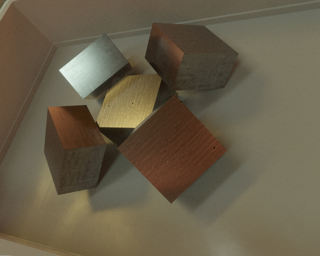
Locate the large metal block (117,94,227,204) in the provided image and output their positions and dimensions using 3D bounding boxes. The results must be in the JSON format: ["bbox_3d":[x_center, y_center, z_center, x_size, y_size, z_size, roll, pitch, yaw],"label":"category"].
[{"bbox_3d":[0.011,0.021,0.341,0.080,0.050,0.080,-43,96,-3],"label":"large metal block"}]

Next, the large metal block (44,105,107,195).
[{"bbox_3d":[-0.114,0.027,0.405,0.080,0.050,0.079,55,138,39],"label":"large metal block"}]

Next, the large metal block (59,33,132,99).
[{"bbox_3d":[-0.090,-0.087,0.459,0.080,0.080,0.050,-39,94,2],"label":"large metal block"}]

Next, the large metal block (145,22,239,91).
[{"bbox_3d":[0.038,-0.093,0.398,0.081,0.050,0.080,-7,43,-29],"label":"large metal block"}]

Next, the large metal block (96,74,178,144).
[{"bbox_3d":[-0.030,-0.024,0.417,0.080,0.050,0.080,1,62,28],"label":"large metal block"}]
